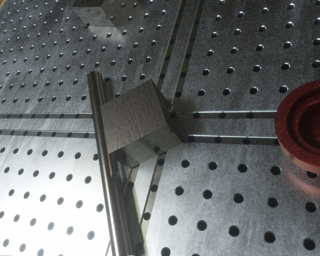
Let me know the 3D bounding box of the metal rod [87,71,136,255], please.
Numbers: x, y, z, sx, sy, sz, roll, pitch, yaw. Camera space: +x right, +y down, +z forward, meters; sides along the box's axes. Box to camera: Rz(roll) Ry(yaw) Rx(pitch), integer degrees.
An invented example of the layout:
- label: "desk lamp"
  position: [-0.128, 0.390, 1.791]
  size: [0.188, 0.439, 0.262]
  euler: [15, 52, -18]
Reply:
- label: "metal rod"
  position: [-0.074, 0.029, 0.429]
  size: [0.025, 0.025, 0.299]
  euler: [-26, 53, 12]

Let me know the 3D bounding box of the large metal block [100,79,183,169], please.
- label: "large metal block"
  position: [-0.026, -0.005, 0.409]
  size: [0.080, 0.050, 0.080]
  euler: [-27, 52, 11]

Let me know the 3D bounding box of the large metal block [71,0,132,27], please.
- label: "large metal block"
  position: [-0.110, -0.245, 0.600]
  size: [0.080, 0.050, 0.080]
  euler: [15, 69, 34]

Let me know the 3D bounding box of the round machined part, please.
- label: "round machined part"
  position: [0.169, 0.002, 0.308]
  size: [0.098, 0.042, 0.098]
  euler: [-13, 56, 21]
